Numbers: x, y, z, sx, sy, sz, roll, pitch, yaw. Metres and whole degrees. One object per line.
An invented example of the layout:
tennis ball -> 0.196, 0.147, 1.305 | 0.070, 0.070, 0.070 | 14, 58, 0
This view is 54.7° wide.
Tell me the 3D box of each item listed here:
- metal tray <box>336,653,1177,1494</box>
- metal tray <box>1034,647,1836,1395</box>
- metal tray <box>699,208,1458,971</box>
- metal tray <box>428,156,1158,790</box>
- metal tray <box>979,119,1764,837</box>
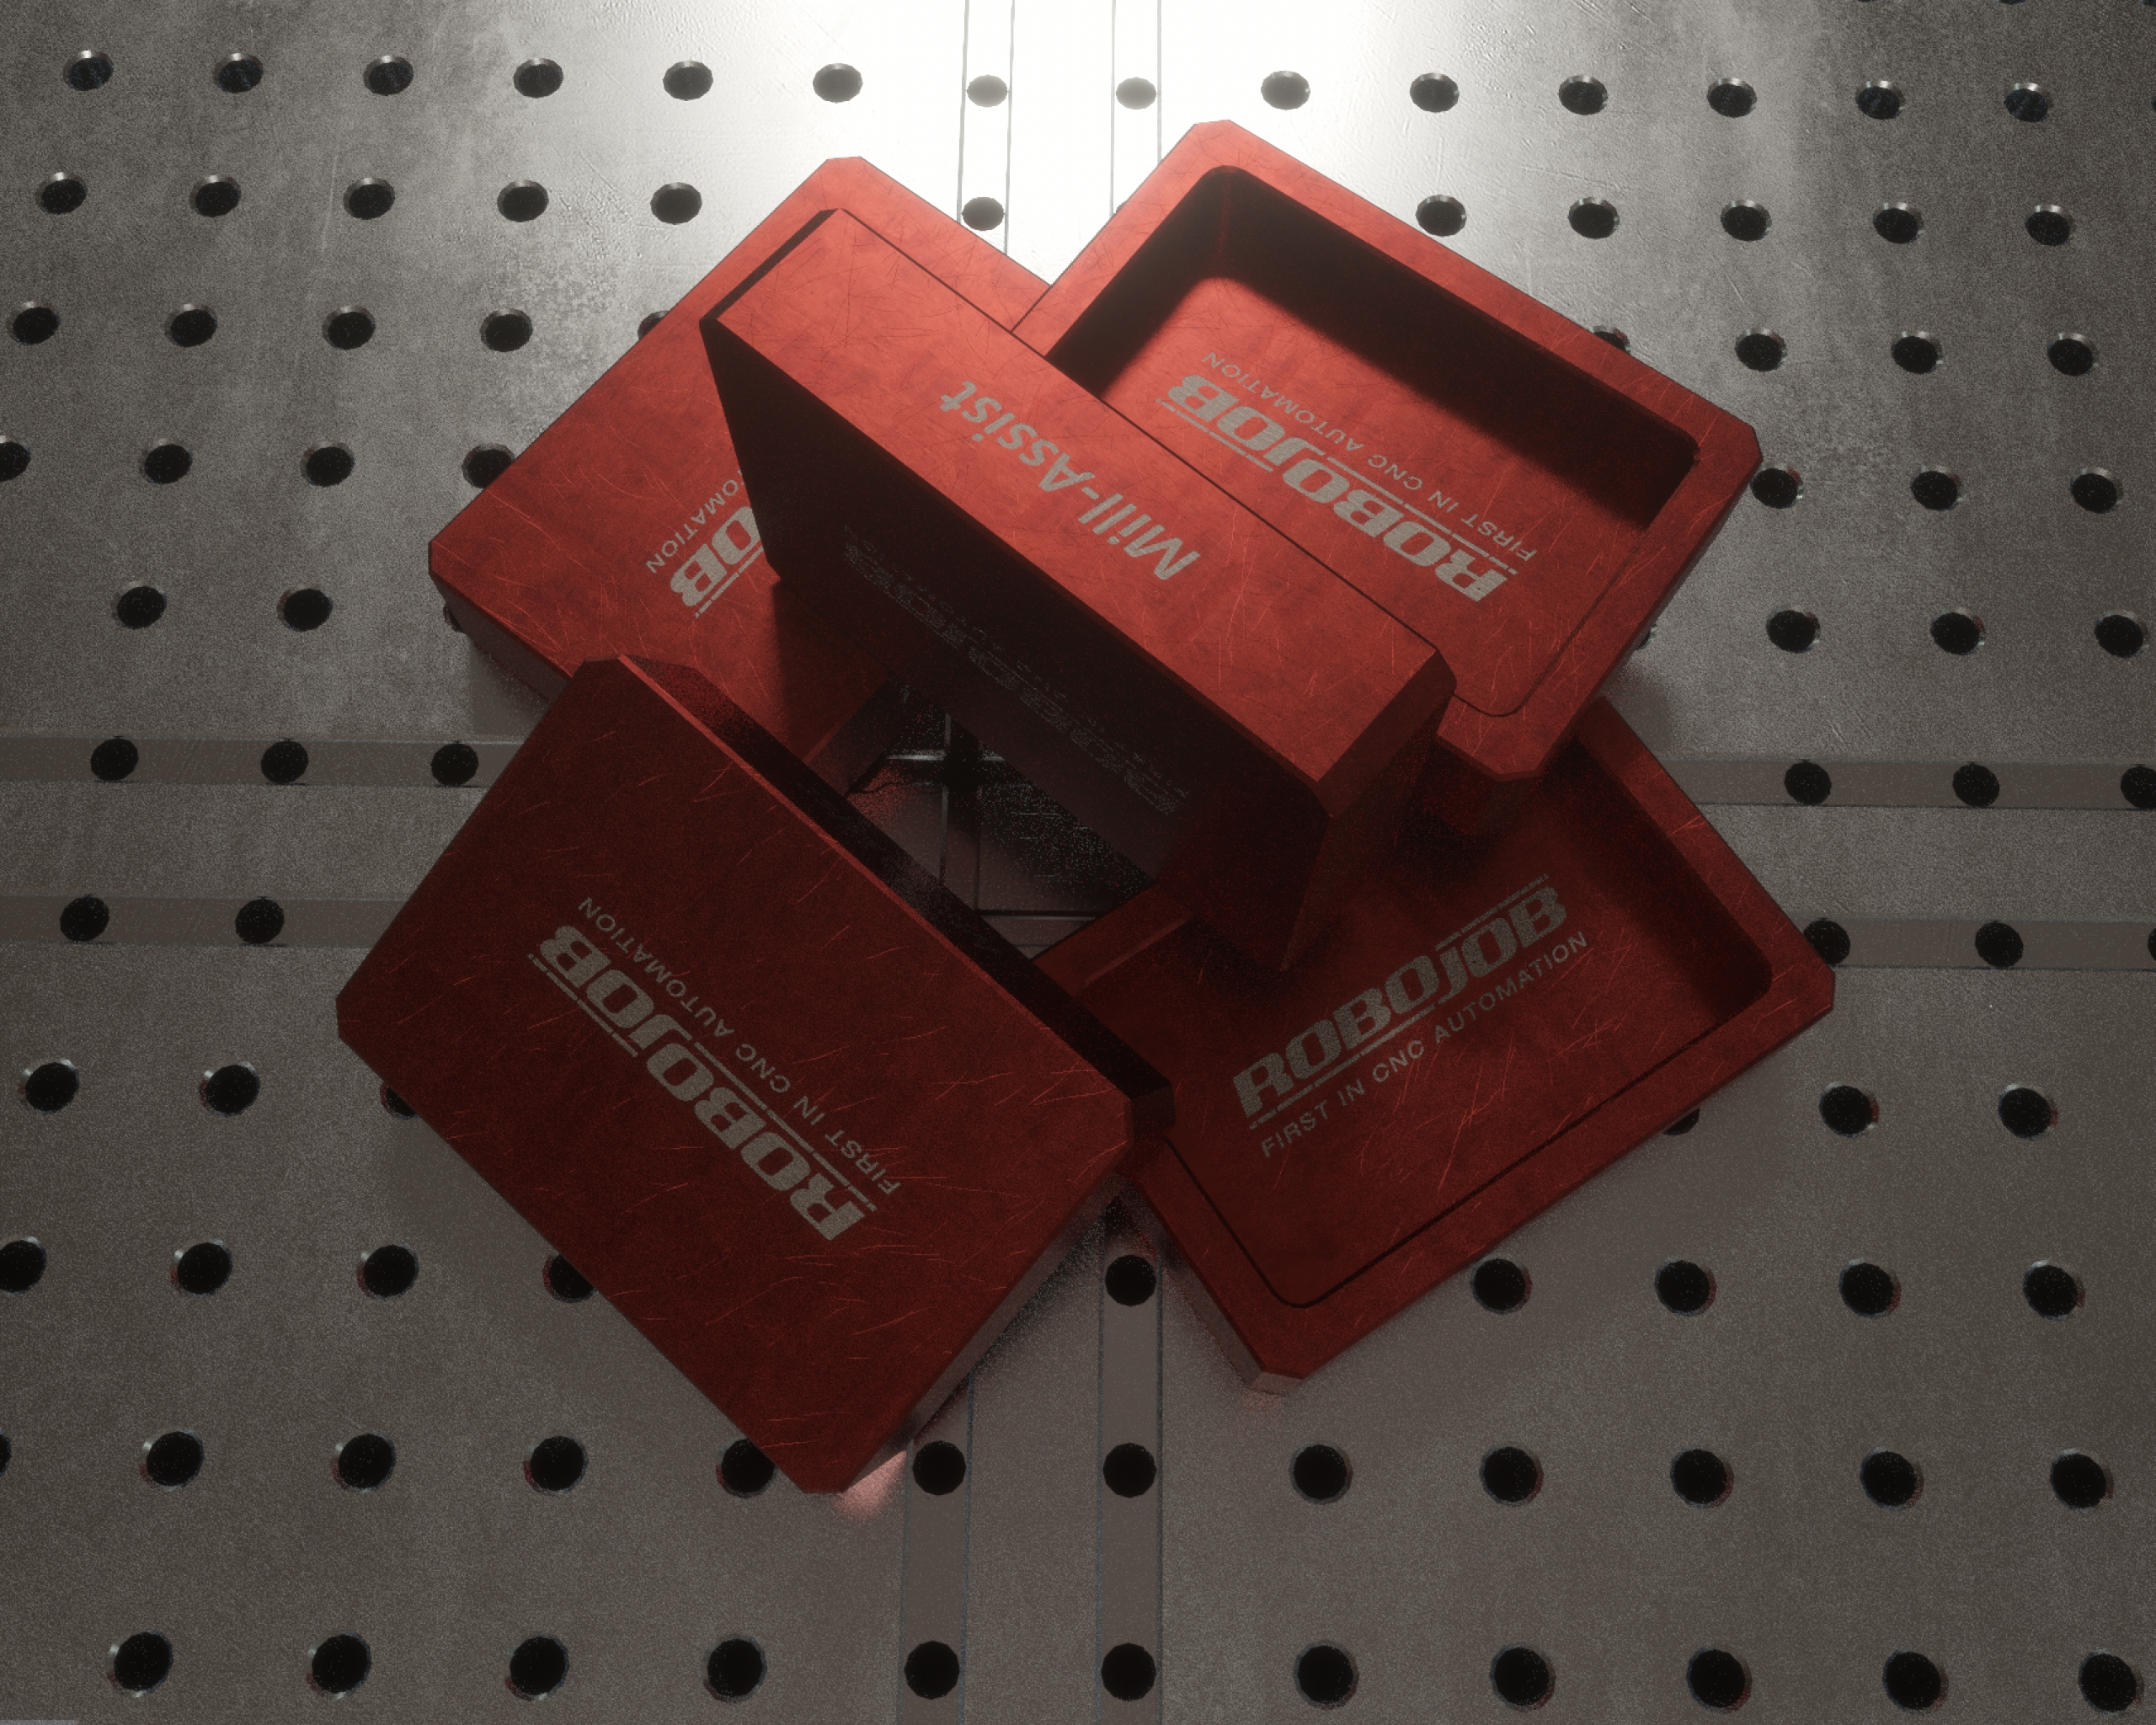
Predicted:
metal tray -> -0.060, 0.036, 0.375 | 0.130, 0.030, 0.090 | 41, 100, 13
metal tray -> 0.064, 0.028, 0.398 | 0.131, 0.030, 0.090 | -32, 73, -11
metal tray -> -0.002, -0.043, 0.360 | 0.130, 0.090, 0.030 | 39, 75, 12
metal tray -> -0.056, -0.076, 0.435 | 0.090, 0.030, 0.130 | 37, 74, 12
metal tray -> 0.052, -0.077, 0.405 | 0.130, 0.030, 0.090 | 34, 73, 11
